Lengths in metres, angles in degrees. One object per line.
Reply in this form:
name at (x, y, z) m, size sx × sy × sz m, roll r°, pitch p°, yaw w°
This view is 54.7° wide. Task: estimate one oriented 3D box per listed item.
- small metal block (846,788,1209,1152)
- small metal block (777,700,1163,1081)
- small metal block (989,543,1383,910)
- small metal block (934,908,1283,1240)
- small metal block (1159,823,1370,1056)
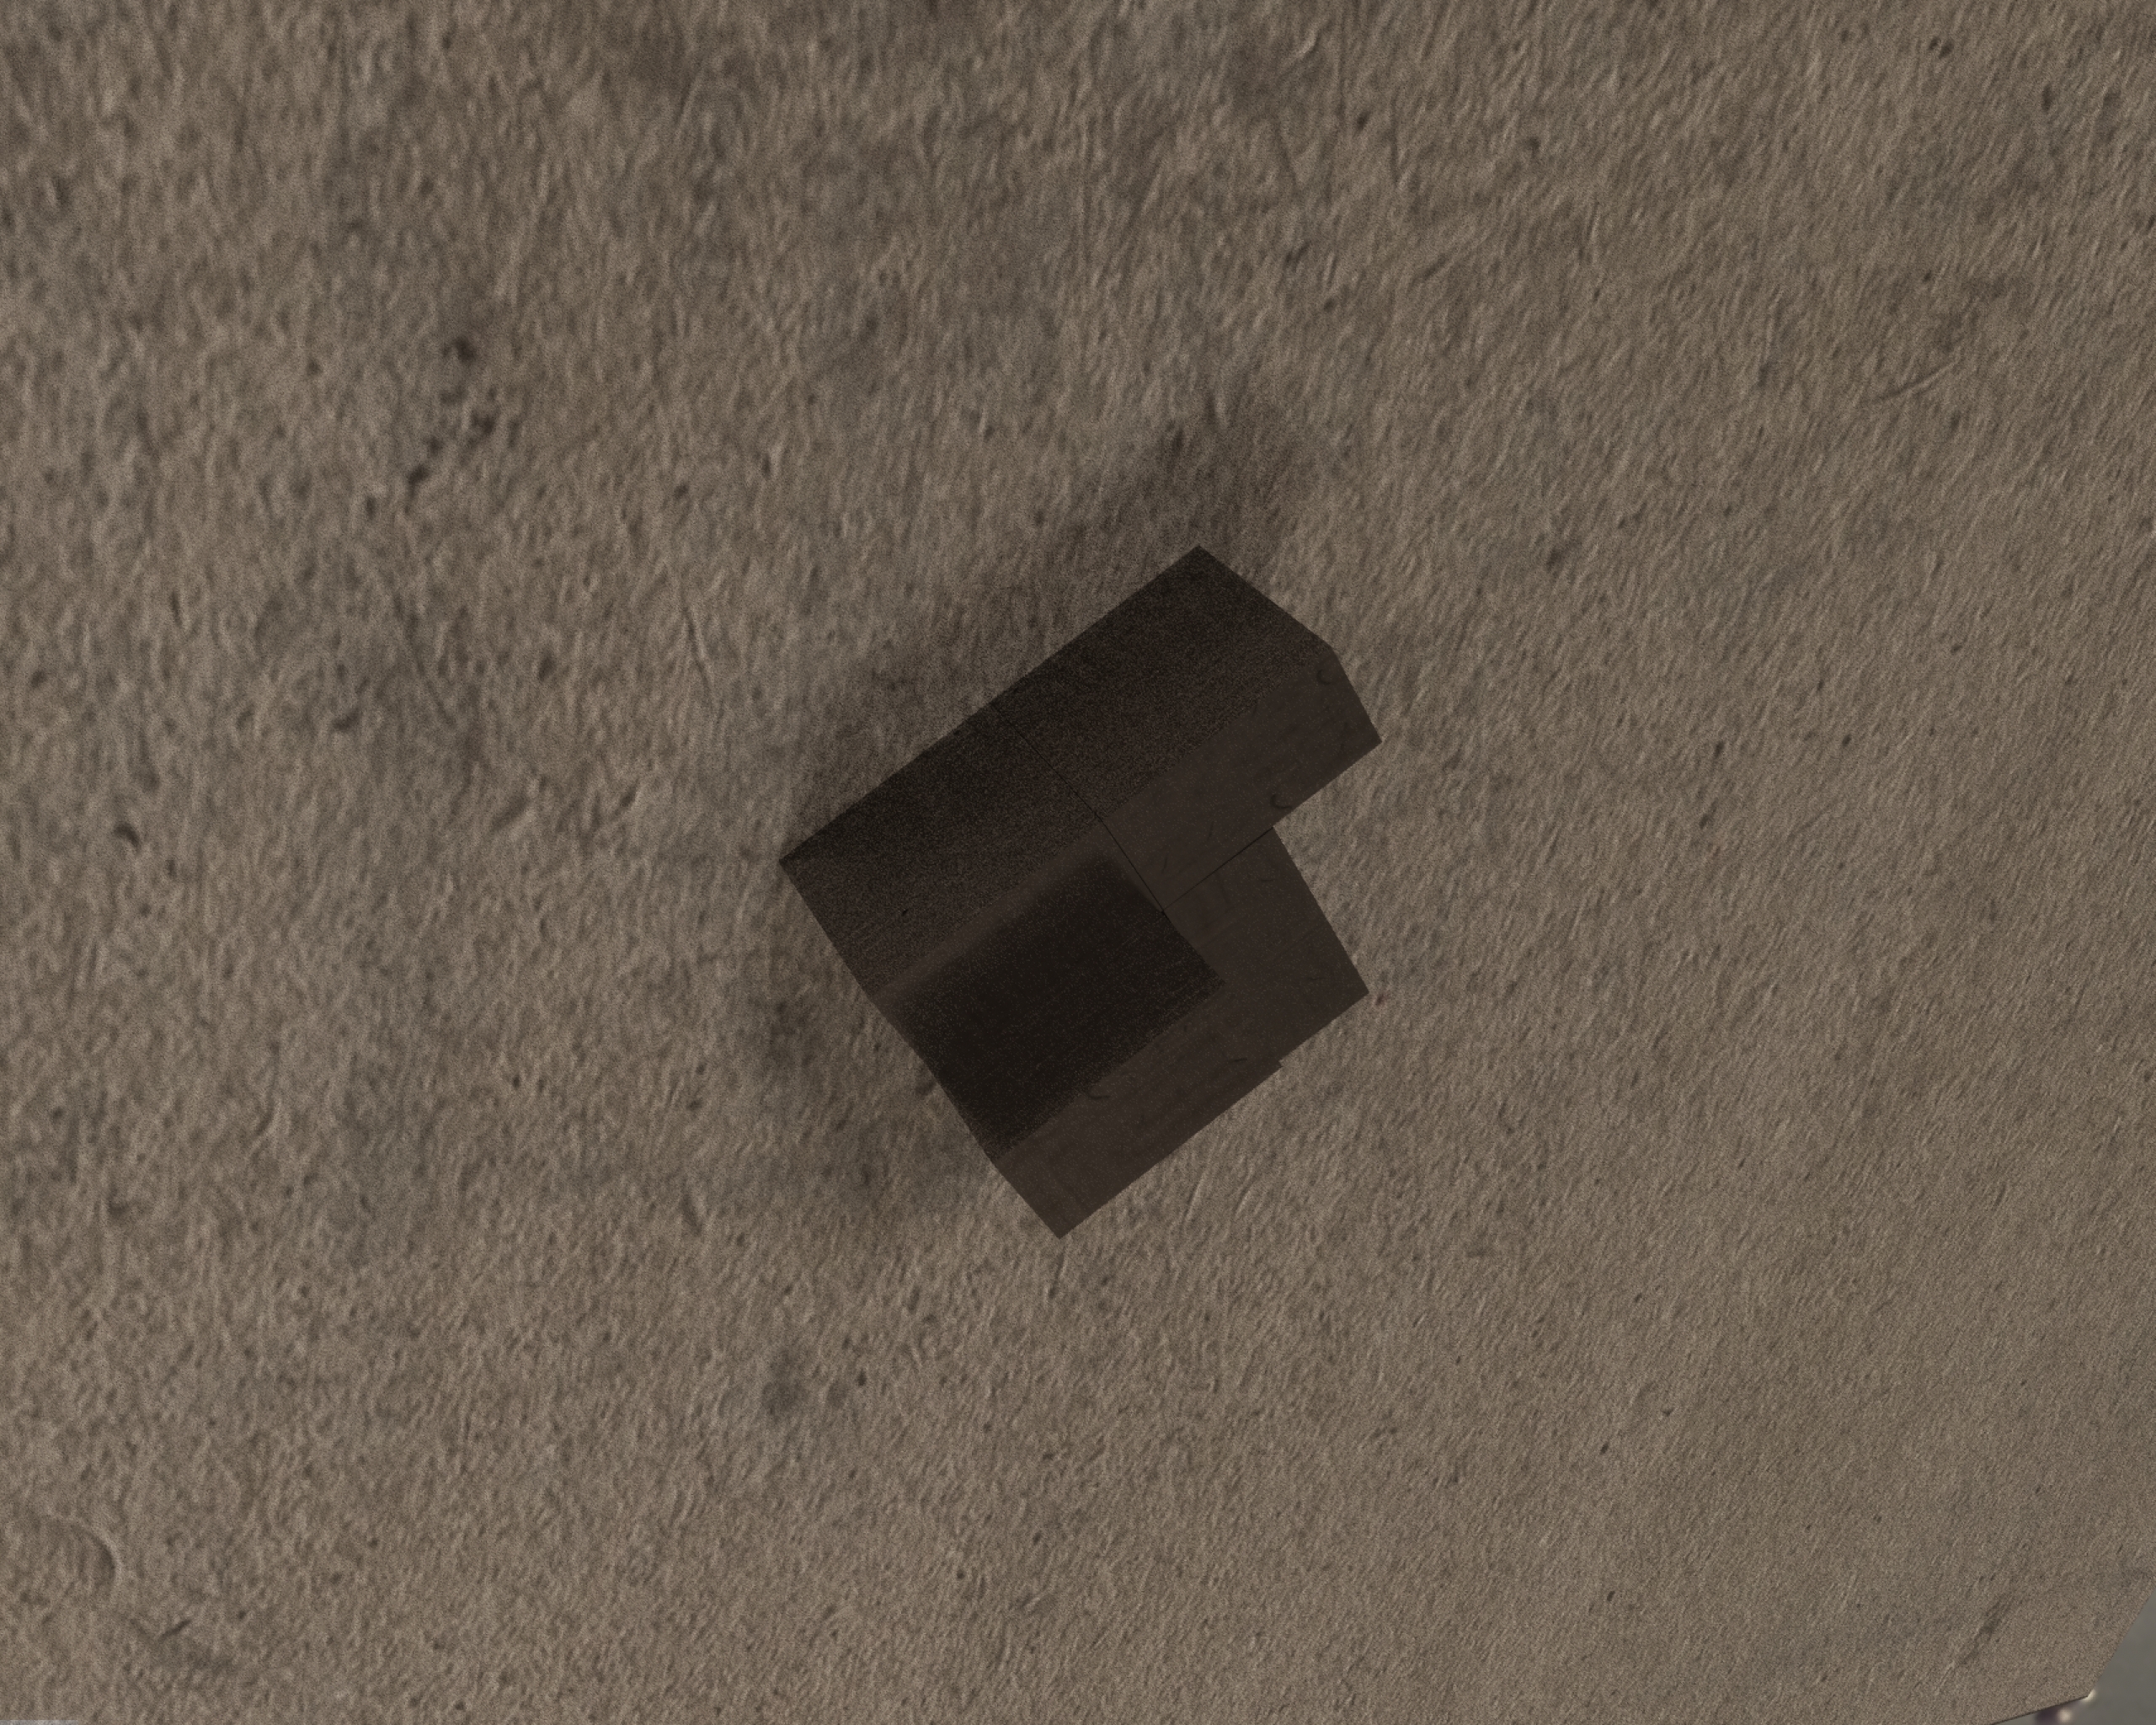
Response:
small metal block at (-0.009, 0.022, 0.418) m, size 0.050 × 0.025 × 0.050 m, roll -37°, pitch 130°, yaw -4°
small metal block at (-0.021, 0.004, 0.384) m, size 0.050 × 0.050 × 0.025 m, roll -37°, pitch 130°, yaw -4°
small metal block at (0.019, -0.026, 0.387) m, size 0.050 × 0.050 × 0.025 m, roll -37°, pitch 130°, yaw -4°
small metal block at (0.000, 0.032, 0.381) m, size 0.050 × 0.050 × 0.025 m, roll -37°, pitch 130°, yaw -4°
small metal block at (0.026, 0.005, 0.411) m, size 0.025 × 0.050 × 0.050 m, roll -37°, pitch 130°, yaw -4°
